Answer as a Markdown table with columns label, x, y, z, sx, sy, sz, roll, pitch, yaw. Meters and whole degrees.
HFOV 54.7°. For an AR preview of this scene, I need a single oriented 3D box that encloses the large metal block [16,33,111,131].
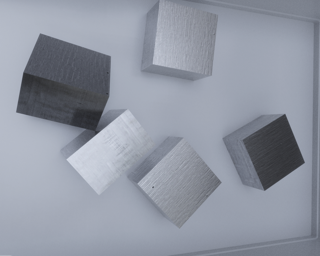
| label | x | y | z | sx | sy | sz | roll | pitch | yaw |
| --- | --- | --- | --- | --- | --- | --- | --- | --- | --- |
| large metal block | -0.101 | -0.050 | 0.338 | 0.081 | 0.080 | 0.050 | 15 | 129 | -20 |

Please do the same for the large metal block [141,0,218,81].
| label | x | y | z | sx | sy | sz | roll | pitch | yaw |
| --- | --- | --- | --- | --- | --- | --- | --- | --- | --- |
| large metal block | 0.025 | -0.111 | 0.407 | 0.081 | 0.050 | 0.080 | 7 | 88 | -20 |

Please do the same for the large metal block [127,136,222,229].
| label | x | y | z | sx | sy | sz | roll | pitch | yaw |
| --- | --- | --- | --- | --- | --- | --- | --- | --- | --- |
| large metal block | 0.018 | 0.068 | 0.405 | 0.080 | 0.050 | 0.080 | -44 | 104 | -15 |

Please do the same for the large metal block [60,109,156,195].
| label | x | y | z | sx | sy | sz | roll | pitch | yaw |
| --- | --- | --- | --- | --- | --- | --- | --- | --- | --- |
| large metal block | -0.063 | 0.023 | 0.358 | 0.080 | 0.080 | 0.050 | -41 | 106 | -15 |

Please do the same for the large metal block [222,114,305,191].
| label | x | y | z | sx | sy | sz | roll | pitch | yaw |
| --- | --- | --- | --- | --- | --- | --- | --- | --- | --- |
| large metal block | 0.152 | 0.033 | 0.455 | 0.081 | 0.050 | 0.080 | -28 | 100 | -18 |
